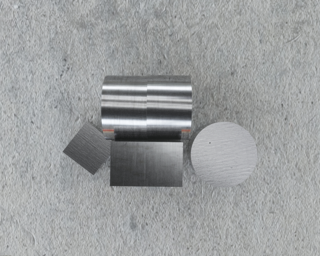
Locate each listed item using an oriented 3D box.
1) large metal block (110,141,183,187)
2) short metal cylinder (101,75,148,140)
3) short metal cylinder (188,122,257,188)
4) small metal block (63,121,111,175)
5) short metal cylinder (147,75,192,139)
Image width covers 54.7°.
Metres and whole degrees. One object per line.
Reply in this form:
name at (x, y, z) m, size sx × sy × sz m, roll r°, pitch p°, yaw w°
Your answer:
large metal block at (-0.015, 0.040, 0.384) m, size 0.081 × 0.080 × 0.050 m, roll 1°, pitch 90°, yaw 0°
short metal cylinder at (-0.040, -0.025, 0.384) m, size 0.050 × 0.080 × 0.079 m, roll 1°, pitch 90°, yaw 0°
short metal cylinder at (0.077, 0.032, 0.399) m, size 0.081 × 0.050 × 0.079 m, roll 0°, pitch 90°, yaw 0°
small metal block at (-0.090, 0.026, 0.411) m, size 0.050 × 0.025 × 0.050 m, roll 38°, pitch 90°, yaw 0°
short metal cylinder at (0.010, -0.025, 0.384) m, size 0.050 × 0.080 × 0.079 m, roll 1°, pitch 90°, yaw 0°
